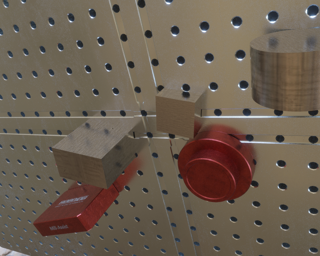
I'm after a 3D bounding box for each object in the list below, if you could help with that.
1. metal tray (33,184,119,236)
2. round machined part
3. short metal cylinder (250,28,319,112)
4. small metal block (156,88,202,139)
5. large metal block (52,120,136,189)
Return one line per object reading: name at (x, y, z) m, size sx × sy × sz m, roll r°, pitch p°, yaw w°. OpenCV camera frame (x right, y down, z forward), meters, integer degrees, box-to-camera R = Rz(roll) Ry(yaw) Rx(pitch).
metal tray at (-0.143, 0.137, 0.529) m, size 0.130 × 0.090 × 0.030 m, roll -19°, pitch 108°, yaw 35°
round machined part at (0.068, 0.056, 0.399) m, size 0.098 × 0.042 × 0.097 m, roll 13°, pitch 124°, yaw 21°
short metal cylinder at (0.123, -0.054, 0.277) m, size 0.080 × 0.080 × 0.050 m, roll 4°, pitch 120°, yaw 26°
small metal block at (0.023, -0.019, 0.387) m, size 0.050 × 0.025 × 0.050 m, roll 12°, pitch 124°, yaw 21°
large metal block at (-0.091, 0.035, 0.445) m, size 0.080 × 0.080 × 0.050 m, roll 10°, pitch 123°, yaw 23°
